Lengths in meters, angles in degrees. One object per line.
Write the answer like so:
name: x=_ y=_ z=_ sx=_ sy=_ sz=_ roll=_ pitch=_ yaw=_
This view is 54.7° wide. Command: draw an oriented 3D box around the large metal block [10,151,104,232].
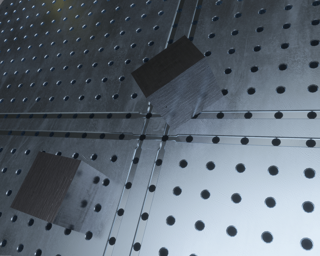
large metal block: x=-0.134 y=0.083 z=0.410 sx=0.080 sy=0.050 sz=0.080 roll=7 pitch=65 yaw=31

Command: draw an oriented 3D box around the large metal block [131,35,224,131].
large metal block: x=0.024 y=-0.054 z=0.393 sx=0.080 sy=0.080 sz=0.050 roll=-35 pitch=52 yaw=5
